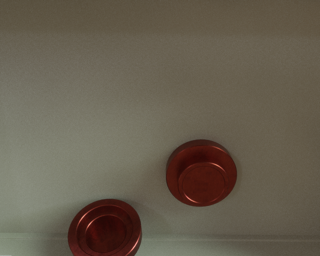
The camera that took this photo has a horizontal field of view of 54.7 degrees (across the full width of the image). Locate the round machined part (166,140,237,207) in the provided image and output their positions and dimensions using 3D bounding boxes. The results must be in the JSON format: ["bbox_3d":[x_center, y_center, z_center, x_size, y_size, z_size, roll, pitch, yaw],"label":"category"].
[{"bbox_3d":[0.058,0.069,0.428,0.099,0.042,0.097,0,110,0],"label":"round machined part"}]

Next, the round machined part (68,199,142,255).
[{"bbox_3d":[-0.074,0.152,0.432,0.099,0.098,0.042,-2,133,0],"label":"round machined part"}]
